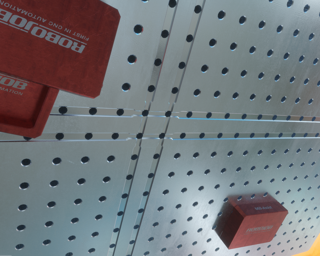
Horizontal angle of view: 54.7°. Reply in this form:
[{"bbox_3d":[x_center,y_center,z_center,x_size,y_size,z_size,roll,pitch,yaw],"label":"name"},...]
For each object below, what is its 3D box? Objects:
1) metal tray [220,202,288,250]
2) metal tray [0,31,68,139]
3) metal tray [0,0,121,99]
[{"bbox_3d":[0.196,0.201,0.643,0.131,0.030,0.089,4,116,-31],"label":"metal tray"},{"bbox_3d":[-0.165,-0.047,0.288,0.131,0.030,0.089,16,110,-35],"label":"metal tray"},{"bbox_3d":[-0.106,-0.086,0.272,0.131,0.030,0.090,15,89,-39],"label":"metal tray"}]
